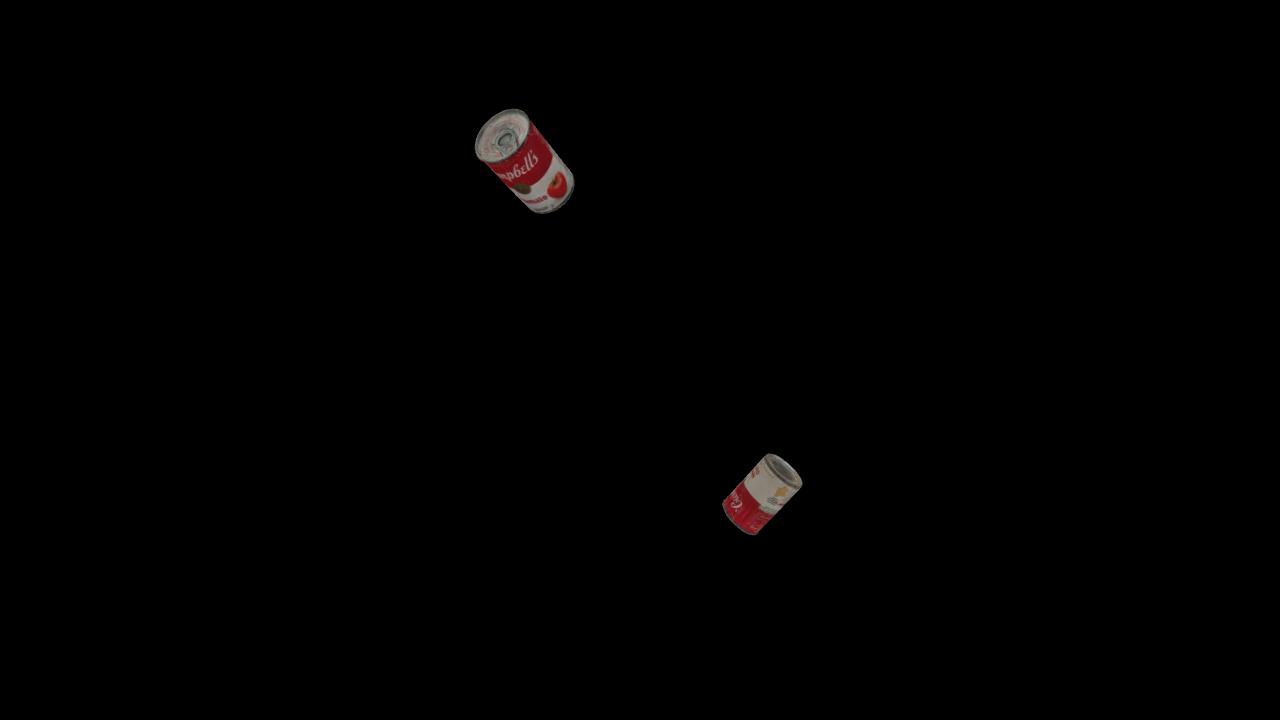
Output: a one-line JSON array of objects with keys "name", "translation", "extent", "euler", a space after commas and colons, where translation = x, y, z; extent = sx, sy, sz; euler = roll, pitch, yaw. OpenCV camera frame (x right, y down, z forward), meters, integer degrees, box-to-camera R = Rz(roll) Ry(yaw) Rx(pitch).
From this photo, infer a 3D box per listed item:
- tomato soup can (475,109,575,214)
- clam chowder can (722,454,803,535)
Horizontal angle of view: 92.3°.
[{"name": "tomato soup can", "translation": [-0.125, -0.216, 0.681], "extent": [0.068, 0.068, 0.101], "euler": [0, -20, 24]}, {"name": "clam chowder can", "translation": [0.176, 0.193, 0.887], "extent": [0.068, 0.102, 0.068], "euler": [33, 20, -14]}]
